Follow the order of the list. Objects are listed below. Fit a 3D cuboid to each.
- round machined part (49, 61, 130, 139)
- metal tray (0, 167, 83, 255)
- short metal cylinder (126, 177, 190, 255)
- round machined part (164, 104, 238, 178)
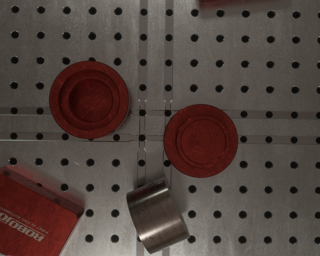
[{"bbox_3d":[-0.088,-0.035,0.404,0.099,0.042,0.097,0,90,-1],"label":"round machined part"},{"bbox_3d":[-0.181,0.121,0.409,0.130,0.030,0.090,28,90,-1],"label":"metal tray"},{"bbox_3d":[-0.002,0.108,0.386,0.050,0.080,0.080,-24,90,0],"label":"short metal cylinder"},{"bbox_3d":[0.054,0.017,0.406,0.099,0.042,0.097,0,90,-1],"label":"round machined part"}]
